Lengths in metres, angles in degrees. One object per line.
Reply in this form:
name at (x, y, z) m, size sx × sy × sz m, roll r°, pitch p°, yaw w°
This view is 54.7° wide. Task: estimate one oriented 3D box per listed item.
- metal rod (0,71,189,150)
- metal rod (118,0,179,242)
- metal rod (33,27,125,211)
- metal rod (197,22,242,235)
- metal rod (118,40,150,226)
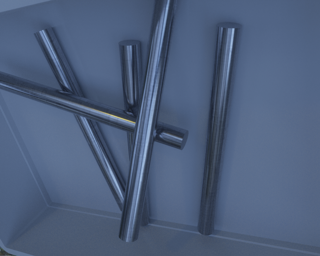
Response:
metal rod at (-0.108, -0.030, 0.411) m, size 0.301 × 0.025 × 0.025 m, roll 18°, pitch 125°, yaw 17°
metal rod at (-0.015, -0.006, 0.352) m, size 0.025 × 0.025 × 0.298 m, roll 15°, pitch 106°, yaw 19°
metal rod at (-0.105, 0.001, 0.462) m, size 0.025 × 0.025 × 0.298 m, roll -7°, pitch 115°, yaw 31°
metal rod at (0.069, 0.024, 0.386) m, size 0.025 × 0.025 × 0.298 m, roll 13°, pitch 124°, yaw 20°
metal rod at (-0.033, 0.027, 0.441) m, size 0.025 × 0.025 × 0.298 m, roll 12°, pitch 124°, yaw 21°
